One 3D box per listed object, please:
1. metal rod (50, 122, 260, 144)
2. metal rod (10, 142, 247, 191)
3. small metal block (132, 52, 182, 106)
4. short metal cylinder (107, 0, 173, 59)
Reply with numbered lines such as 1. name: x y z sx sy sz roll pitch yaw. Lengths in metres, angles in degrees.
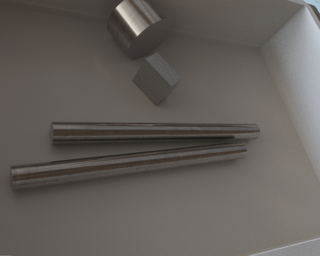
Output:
1. metal rod: 0.014 0.006 0.411 0.303 0.025 0.025 0 62 -29
2. metal rod: -0.013 0.040 0.375 0.303 0.025 0.025 -4 64 -30
3. small metal block: -0.005 -0.067 0.429 0.050 0.050 0.025 47 51 4
4. short metal cylinder: -0.028 -0.145 0.445 0.081 0.080 0.050 -30 79 -38
